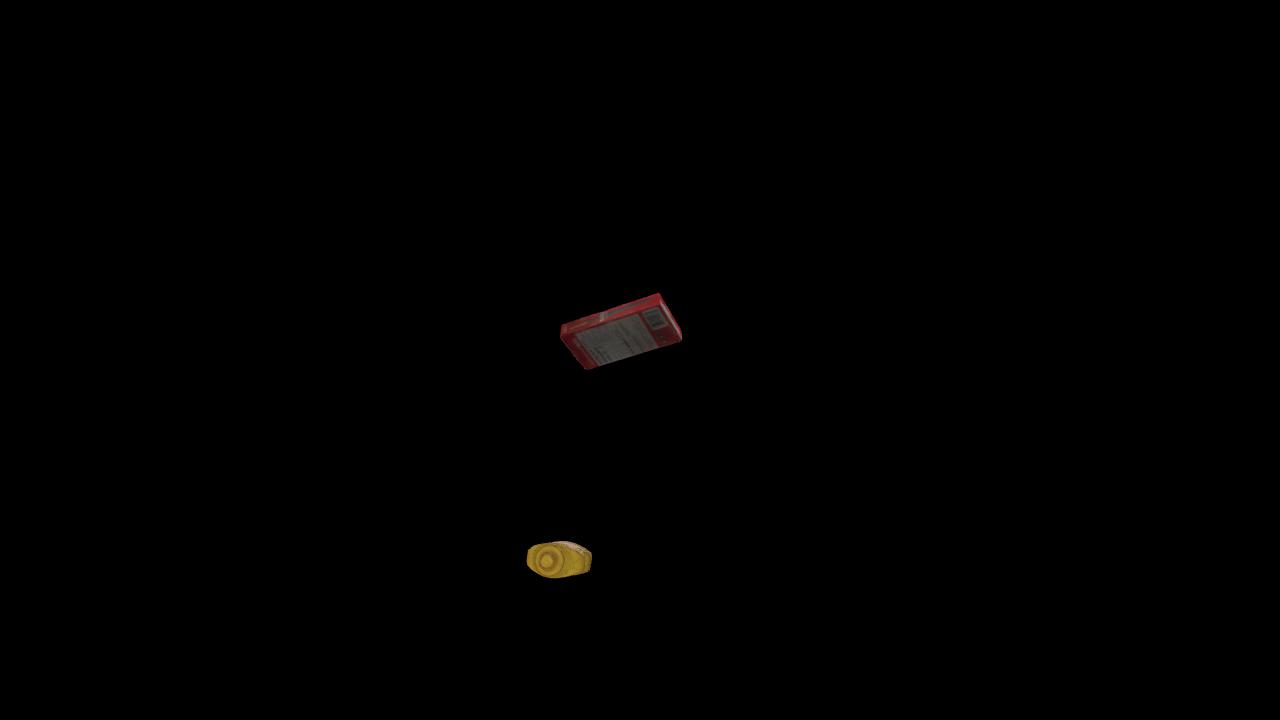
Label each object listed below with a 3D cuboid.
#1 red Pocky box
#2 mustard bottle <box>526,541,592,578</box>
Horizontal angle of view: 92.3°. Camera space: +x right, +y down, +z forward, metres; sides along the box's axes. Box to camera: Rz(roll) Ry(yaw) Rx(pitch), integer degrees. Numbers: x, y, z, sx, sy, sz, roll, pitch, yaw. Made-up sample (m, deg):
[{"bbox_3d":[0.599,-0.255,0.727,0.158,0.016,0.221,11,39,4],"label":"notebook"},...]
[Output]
[{"bbox_3d":[-0.027,-0.038,0.868,0.155,0.028,0.083,-17,-43,18],"label":"red Pocky box"},{"bbox_3d":[-0.128,0.308,0.950,0.092,0.054,0.184,13,-16,6],"label":"mustard bottle"}]
